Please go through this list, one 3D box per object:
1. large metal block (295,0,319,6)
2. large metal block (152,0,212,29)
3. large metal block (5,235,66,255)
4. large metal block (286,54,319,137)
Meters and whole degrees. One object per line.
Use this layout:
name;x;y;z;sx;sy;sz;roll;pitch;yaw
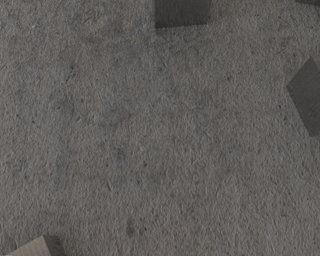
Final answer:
large metal block;0.264;-0.238;0.484;0.080;0.050;0.080;12;70;4
large metal block;0.030;-0.194;0.450;0.081;0.080;0.050;-6;70;-2
large metal block;-0.139;0.172;0.331;0.080;0.050;0.080;-28;73;-10
large metal block;0.216;-0.044;0.396;0.050;0.080;0.080;-15;71;-5
